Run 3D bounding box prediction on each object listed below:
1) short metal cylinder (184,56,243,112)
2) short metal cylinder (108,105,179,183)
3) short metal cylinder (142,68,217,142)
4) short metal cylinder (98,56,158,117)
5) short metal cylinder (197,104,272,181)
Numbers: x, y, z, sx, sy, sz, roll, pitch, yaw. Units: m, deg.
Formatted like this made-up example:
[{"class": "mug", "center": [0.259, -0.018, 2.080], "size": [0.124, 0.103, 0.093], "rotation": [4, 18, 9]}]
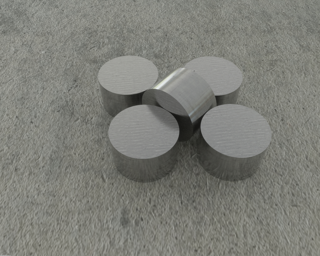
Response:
[{"class": "short metal cylinder", "center": [0.070, -0.055, 0.434], "size": [0.081, 0.050, 0.080], "rotation": [0, 50, 0]}, {"class": "short metal cylinder", "center": [-0.018, 0.018, 0.372], "size": [0.081, 0.050, 0.080], "rotation": [0, 50, 0]}, {"class": "short metal cylinder", "center": [0.024, -0.029, 0.394], "size": [0.080, 0.080, 0.050], "rotation": [32, 57, 24]}, {"class": "short metal cylinder", "center": [-0.043, -0.057, 0.434], "size": [0.081, 0.050, 0.080], "rotation": [0, 50, 0]}, {"class": "short metal cylinder", "center": [0.087, 0.017, 0.374], "size": [0.081, 0.050, 0.080], "rotation": [0, 50, 0]}]
